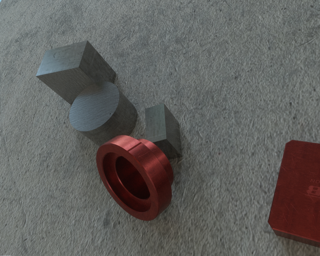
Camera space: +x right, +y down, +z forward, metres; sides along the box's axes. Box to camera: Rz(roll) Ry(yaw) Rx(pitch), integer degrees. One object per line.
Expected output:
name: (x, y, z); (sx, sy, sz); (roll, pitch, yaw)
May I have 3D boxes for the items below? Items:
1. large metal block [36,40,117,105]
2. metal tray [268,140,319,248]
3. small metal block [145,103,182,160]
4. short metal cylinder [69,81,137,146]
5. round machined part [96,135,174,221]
large metal block: (-0.128, -0.083, 0.485); (0.080, 0.080, 0.050); (-5, 60, 25)
metal tray: (0.172, 0.065, 0.271); (0.130, 0.030, 0.090); (8, 66, 31)
small metal block: (0.005, 0.006, 0.380); (0.025, 0.050, 0.050); (-16, 55, 19)
short metal cylinder: (-0.080, -0.019, 0.440); (0.080, 0.050, 0.080); (-13, 56, 20)
round machined part: (-0.024, 0.051, 0.348); (0.098, 0.097, 0.042); (23, 40, 36)
